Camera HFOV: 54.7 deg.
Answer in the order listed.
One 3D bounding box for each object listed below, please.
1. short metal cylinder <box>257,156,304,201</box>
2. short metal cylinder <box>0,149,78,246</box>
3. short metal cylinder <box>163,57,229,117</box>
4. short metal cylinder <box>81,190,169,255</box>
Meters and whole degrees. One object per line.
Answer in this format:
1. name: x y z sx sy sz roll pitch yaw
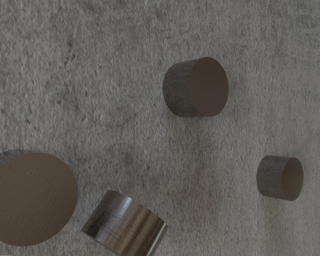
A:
1. short metal cylinder: 0.226 0.093 0.582 0.081 0.050 0.079 0 90 -40
2. short metal cylinder: -0.124 0.061 0.285 0.081 0.050 0.079 0 90 -40
3. short metal cylinder: 0.051 -0.055 0.433 0.081 0.050 0.079 0 90 -40
4. short metal cylinder: -0.038 0.112 0.339 0.080 0.080 0.050 48 61 -30
